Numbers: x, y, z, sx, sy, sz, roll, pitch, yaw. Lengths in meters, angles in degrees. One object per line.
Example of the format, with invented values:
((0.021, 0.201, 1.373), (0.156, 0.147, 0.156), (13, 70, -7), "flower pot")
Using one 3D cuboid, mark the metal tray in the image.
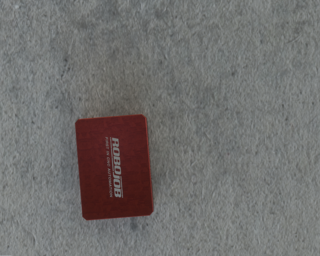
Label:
((-0.058, 0.050, 0.407), (0.090, 0.030, 0.129), (-4, 90, 0), "metal tray")
